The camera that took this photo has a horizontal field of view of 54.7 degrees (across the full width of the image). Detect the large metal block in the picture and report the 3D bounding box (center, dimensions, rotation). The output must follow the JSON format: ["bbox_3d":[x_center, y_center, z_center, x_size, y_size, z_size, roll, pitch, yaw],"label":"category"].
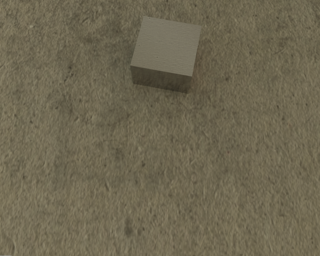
[{"bbox_3d":[0.009,-0.101,0.432,0.080,0.050,0.080,11,70,3],"label":"large metal block"}]
